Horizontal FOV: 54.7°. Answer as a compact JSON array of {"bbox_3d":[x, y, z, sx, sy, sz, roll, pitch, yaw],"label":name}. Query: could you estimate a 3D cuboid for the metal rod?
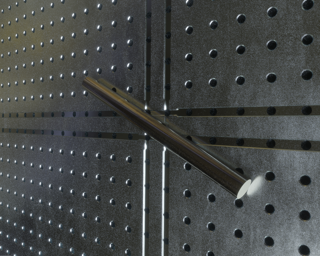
[{"bbox_3d":[-0.012,-0.003,0.418,0.300,0.025,0.025,34,111,34],"label":"metal rod"}]
